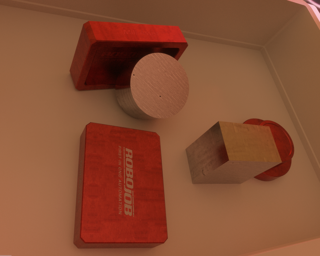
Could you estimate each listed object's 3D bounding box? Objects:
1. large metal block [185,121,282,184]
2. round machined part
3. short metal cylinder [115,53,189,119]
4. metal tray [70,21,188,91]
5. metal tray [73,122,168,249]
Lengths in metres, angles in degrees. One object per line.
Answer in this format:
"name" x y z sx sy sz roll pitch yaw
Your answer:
"large metal block" 0.092 0.035 0.400 0.081 0.080 0.050 5 60 -26
"round machined part" 0.161 0.027 0.468 0.099 0.042 0.098 14 56 -21
"short metal cylinder" -0.010 -0.051 0.397 0.081 0.050 0.079 0 89 -28
"metal tray" -0.040 -0.090 0.397 0.131 0.090 0.030 -9 64 -32
"metal tray" -0.043 0.062 0.343 0.091 0.030 0.130 10 58 -24
